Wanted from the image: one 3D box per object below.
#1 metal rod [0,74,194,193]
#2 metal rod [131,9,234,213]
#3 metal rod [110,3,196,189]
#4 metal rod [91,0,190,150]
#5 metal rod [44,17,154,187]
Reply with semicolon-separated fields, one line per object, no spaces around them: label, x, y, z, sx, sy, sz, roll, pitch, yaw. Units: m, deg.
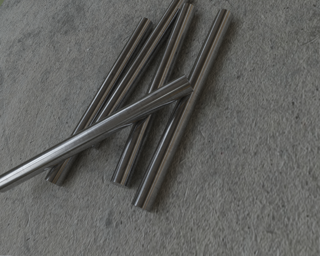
metal rod;-0.095;0.012;0.412;0.300;0.025;0.025;-28;52;10
metal rod;0.037;-0.036;0.406;0.025;0.025;0.300;12;67;33
metal rod;-0.002;-0.059;0.441;0.025;0.025;0.300;7;65;31
metal rod;-0.029;-0.101;0.480;0.025;0.025;0.300;19;71;35
metal rod;-0.087;-0.050;0.480;0.025;0.025;0.300;15;69;34
